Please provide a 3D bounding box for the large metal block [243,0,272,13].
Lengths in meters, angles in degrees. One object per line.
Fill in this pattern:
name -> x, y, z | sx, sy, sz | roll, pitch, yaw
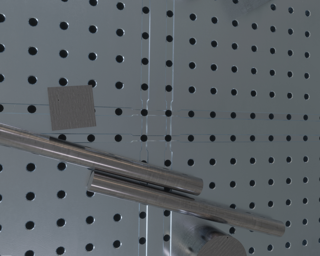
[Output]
large metal block -> 0.158, -0.231, 0.457 | 0.080, 0.050, 0.080 | -31, 100, -17

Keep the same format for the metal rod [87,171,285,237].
metal rod -> 0.050, 0.111, 0.430 | 0.302, 0.025, 0.025 | 19, 84, -19

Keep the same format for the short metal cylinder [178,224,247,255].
short metal cylinder -> 0.071, 0.180, 0.426 | 0.081, 0.050, 0.080 | 0, 90, -20

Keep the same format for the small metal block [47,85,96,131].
small metal block -> -0.106, -0.024, 0.373 | 0.050, 0.025, 0.050 | -6, 92, -20

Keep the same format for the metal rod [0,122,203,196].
metal rod -> -0.082, 0.038, 0.382 | 0.302, 0.025, 0.025 | 18, 84, -19
